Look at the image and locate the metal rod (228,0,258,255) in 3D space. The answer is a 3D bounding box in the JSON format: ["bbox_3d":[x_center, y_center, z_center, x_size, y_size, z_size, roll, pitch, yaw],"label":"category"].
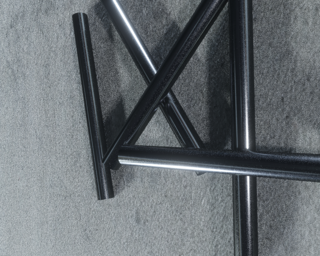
[{"bbox_3d":[0.089,0.009,0.330,0.025,0.025,0.298,-2,89,39],"label":"metal rod"}]

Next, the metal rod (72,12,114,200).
[{"bbox_3d":[-0.107,-0.038,0.490,0.025,0.025,0.298,-16,80,38],"label":"metal rod"}]

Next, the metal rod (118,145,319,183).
[{"bbox_3d":[0.087,0.034,0.300,0.300,0.025,0.025,1,91,30],"label":"metal rod"}]

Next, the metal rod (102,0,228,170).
[{"bbox_3d":[0.016,-0.073,0.364,0.025,0.025,0.299,43,107,31],"label":"metal rod"}]

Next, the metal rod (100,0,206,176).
[{"bbox_3d":[-0.012,-0.074,0.412,0.025,0.025,0.299,-42,65,31],"label":"metal rod"}]
